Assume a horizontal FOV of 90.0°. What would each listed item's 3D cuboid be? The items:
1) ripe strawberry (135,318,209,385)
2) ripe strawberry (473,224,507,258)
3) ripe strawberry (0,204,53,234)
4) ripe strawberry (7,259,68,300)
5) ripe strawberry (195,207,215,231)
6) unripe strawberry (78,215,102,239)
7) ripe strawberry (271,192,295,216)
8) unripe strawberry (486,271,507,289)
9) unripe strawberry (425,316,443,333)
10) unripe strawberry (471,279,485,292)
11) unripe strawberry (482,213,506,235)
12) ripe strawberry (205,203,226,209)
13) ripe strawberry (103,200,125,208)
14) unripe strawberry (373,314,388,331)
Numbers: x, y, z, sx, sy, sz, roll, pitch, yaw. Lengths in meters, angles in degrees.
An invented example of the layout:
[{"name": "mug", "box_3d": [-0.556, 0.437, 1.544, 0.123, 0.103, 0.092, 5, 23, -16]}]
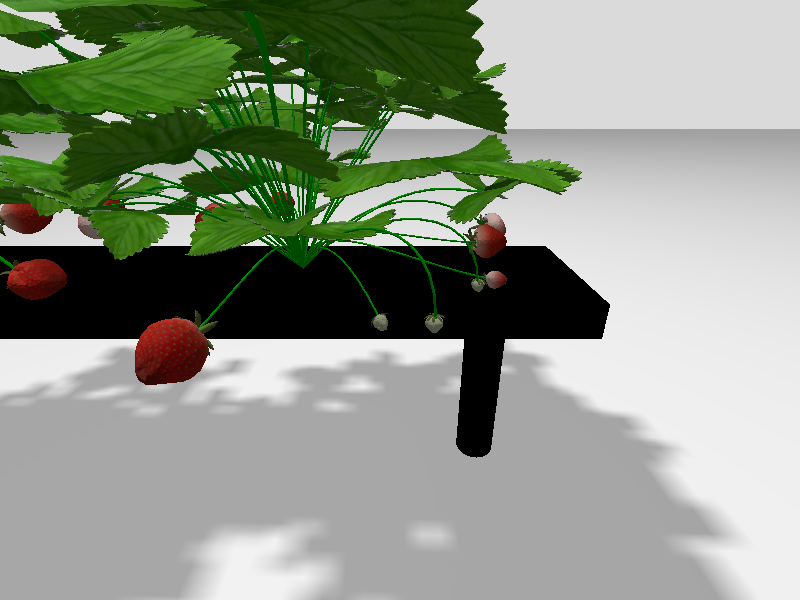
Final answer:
[{"name": "ripe strawberry", "box_3d": [-0.120, 0.029, 0.207, 0.034, 0.036, 0.037, 4, 26, 9]}, {"name": "ripe strawberry", "box_3d": [0.089, -0.058, 0.396, 0.034, 0.033, 0.031, -4, 25, -10]}, {"name": "ripe strawberry", "box_3d": [-0.436, -0.098, 0.469, 0.046, 0.039, 0.046, 21, 31, 37]}, {"name": "ripe strawberry", "box_3d": [-0.271, -0.015, 0.302, 0.031, 0.031, 0.034, 10, 26, 12]}, {"name": "ripe strawberry", "box_3d": [-0.201, -0.079, 0.428, 0.039, 0.041, 0.036, 14, 29, 29]}, {"name": "unripe strawberry", "box_3d": [-0.350, -0.086, 0.456, 0.034, 0.033, 0.031, 4, 25, 21]}, {"name": "ripe strawberry", "box_3d": [-0.164, -0.135, 0.560, 0.033, 0.034, 0.036, -8, 26, -17]}, {"name": "unripe strawberry", "box_3d": [0.078, -0.017, 0.325, 0.017, 0.014, 0.017, 7, 26, 14]}, {"name": "unripe strawberry", "box_3d": [0.021, 0.015, 0.249, 0.011, 0.011, 0.011, -20, 31, -36]}, {"name": "unripe strawberry", "box_3d": [0.057, -0.011, 0.294, 0.010, 0.010, 0.009, 13, 28, 26]}, {"name": "unripe strawberry", "box_3d": [0.104, -0.079, 0.445, 0.033, 0.032, 0.030, 11, 17, -30]}, {"name": "ripe strawberry", "box_3d": [-0.215, -0.096, 0.473, 0.040, 0.039, 0.037, 21, 32, 39]}, {"name": "ripe strawberry", "box_3d": [-0.390, -0.126, 0.537, 0.039, 0.035, 0.035, 18, 13, 34]}, {"name": "unripe strawberry", "box_3d": [-0.013, 0.015, 0.262, 0.010, 0.011, 0.011, -15, -20, -30]}]
